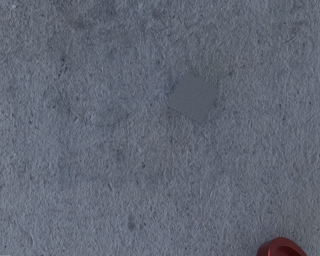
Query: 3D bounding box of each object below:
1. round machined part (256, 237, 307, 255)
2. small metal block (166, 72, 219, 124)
[{"bbox_3d":[0.154,0.191,0.386,0.098,0.098,0.042,46,127,0],"label":"round machined part"},{"bbox_3d":[0.043,-0.039,0.411,0.050,0.025,0.050,28,90,-1],"label":"small metal block"}]
